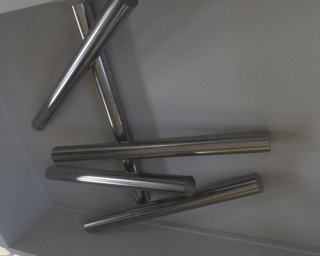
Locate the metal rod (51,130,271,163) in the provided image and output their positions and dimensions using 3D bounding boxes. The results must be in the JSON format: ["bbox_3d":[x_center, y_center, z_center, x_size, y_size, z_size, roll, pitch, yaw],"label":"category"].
[{"bbox_3d":[-0.014,0.028,0.408,0.301,0.025,0.025,-5,116,22],"label":"metal rod"}]

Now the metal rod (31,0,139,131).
[{"bbox_3d":[-0.115,-0.066,0.402,0.025,0.025,0.299,48,137,-6],"label":"metal rod"}]

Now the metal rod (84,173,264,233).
[{"bbox_3d":[0.002,0.118,0.457,0.300,0.025,0.025,-22,107,29],"label":"metal rod"}]

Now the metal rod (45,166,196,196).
[{"bbox_3d":[-0.080,0.076,0.471,0.300,0.025,0.025,-3,118,39],"label":"metal rod"}]

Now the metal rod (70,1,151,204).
[{"bbox_3d":[-0.060,-0.016,0.430,0.025,0.025,0.298,0,119,28],"label":"metal rod"}]
